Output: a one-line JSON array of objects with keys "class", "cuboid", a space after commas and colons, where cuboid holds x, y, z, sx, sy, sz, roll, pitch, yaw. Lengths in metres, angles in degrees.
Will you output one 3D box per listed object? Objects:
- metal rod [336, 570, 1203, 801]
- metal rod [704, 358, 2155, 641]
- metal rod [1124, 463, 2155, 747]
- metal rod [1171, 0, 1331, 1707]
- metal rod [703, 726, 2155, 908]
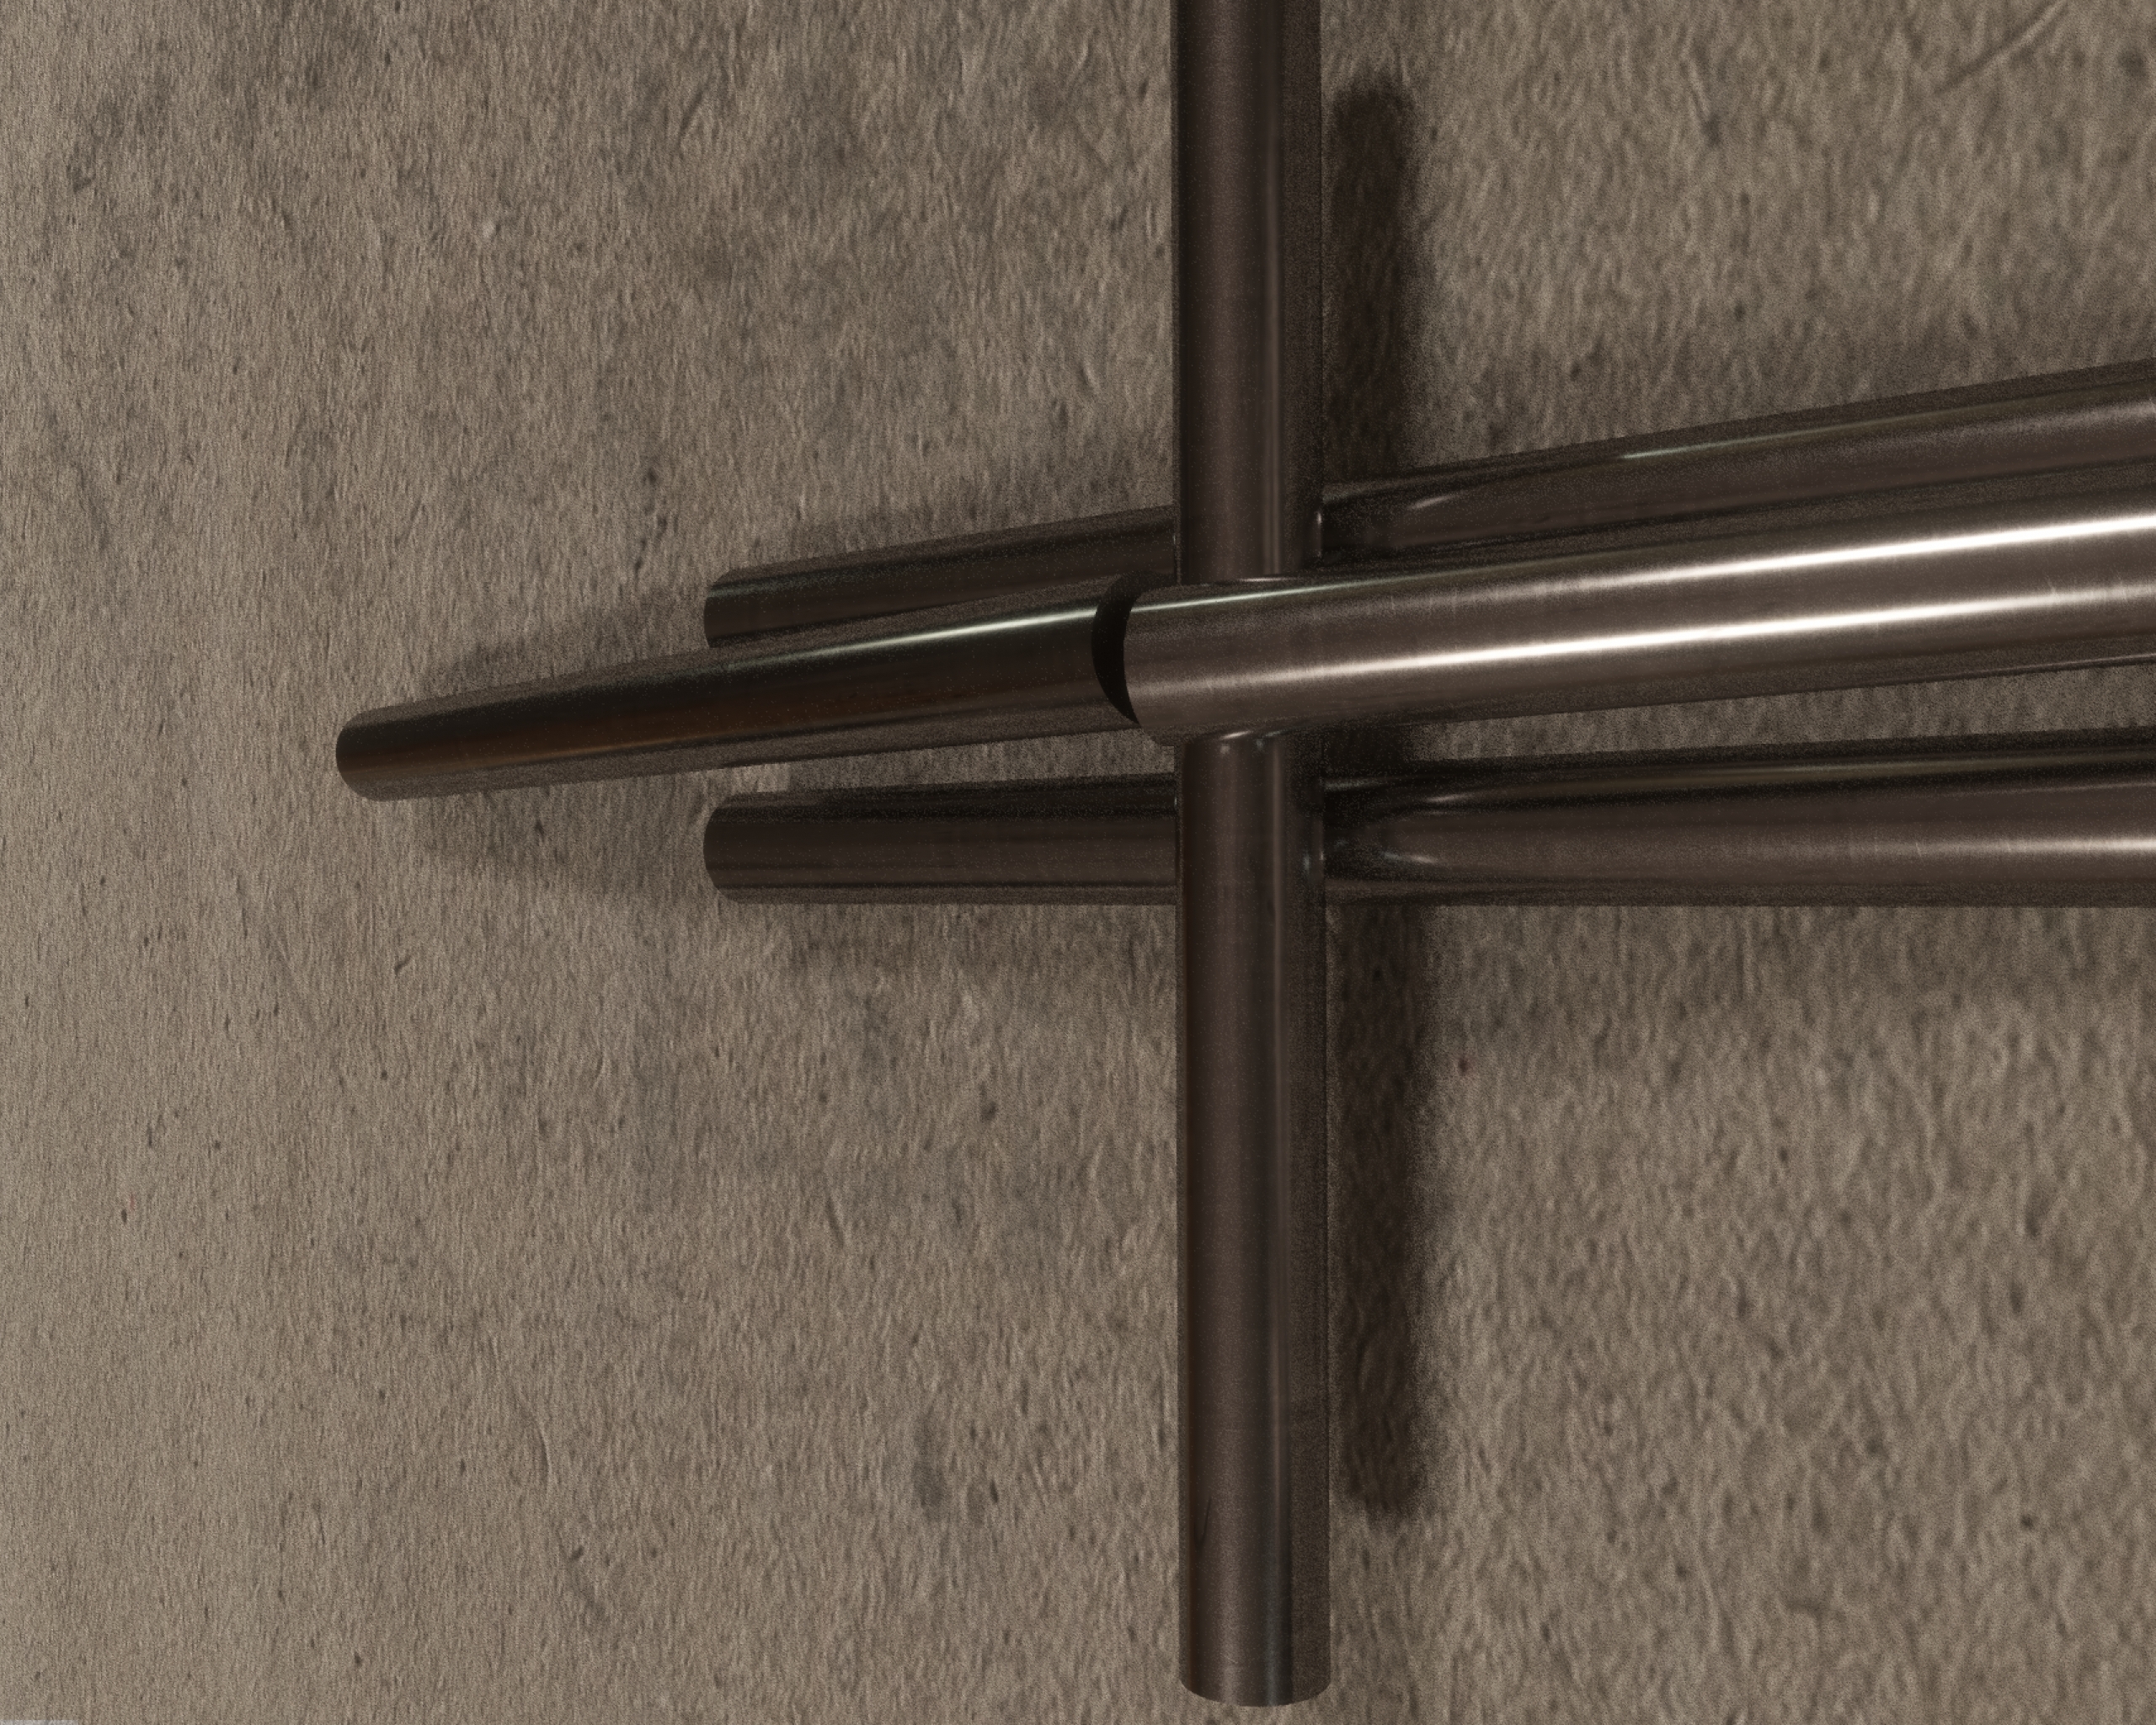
[{"class": "metal rod", "cuboid": [-0.087, -0.031, 0.443, 0.300, 0.025, 0.025, -2, 89, 49]}, {"class": "metal rod", "cuboid": [0.043, -0.055, 0.369, 0.300, 0.025, 0.025, -1, 90, 39]}, {"class": "metal rod", "cuboid": [0.144, -0.038, 0.254, 0.300, 0.025, 0.025, -3, 88, 29]}, {"class": "metal rod", "cuboid": [0.029, -0.013, 0.348, 0.025, 0.025, 0.298, -1, 90, 39]}, {"class": "metal rod", "cuboid": [0.043, -0.005, 0.369, 0.300, 0.025, 0.025, -1, 90, 39]}]
